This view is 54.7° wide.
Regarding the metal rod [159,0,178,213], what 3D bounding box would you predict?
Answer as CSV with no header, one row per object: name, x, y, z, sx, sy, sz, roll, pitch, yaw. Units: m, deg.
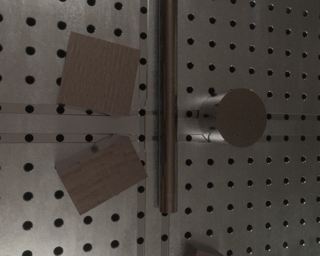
metal rod,0.011,-0.037,0.417,0.025,0.025,0.298,0,90,-20

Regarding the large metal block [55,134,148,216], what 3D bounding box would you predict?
large metal block,-0.071,0.048,0.358,0.081,0.080,0.050,-28,100,-18

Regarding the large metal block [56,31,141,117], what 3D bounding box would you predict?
large metal block,-0.075,-0.060,0.372,0.081,0.050,0.080,11,86,-20

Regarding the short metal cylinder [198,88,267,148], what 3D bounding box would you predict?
short metal cylinder,0.102,-0.014,0.439,0.081,0.050,0.079,0,90,-20

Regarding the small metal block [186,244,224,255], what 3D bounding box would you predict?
small metal block,0.060,0.198,0.437,0.050,0.025,0.050,23,82,-19
